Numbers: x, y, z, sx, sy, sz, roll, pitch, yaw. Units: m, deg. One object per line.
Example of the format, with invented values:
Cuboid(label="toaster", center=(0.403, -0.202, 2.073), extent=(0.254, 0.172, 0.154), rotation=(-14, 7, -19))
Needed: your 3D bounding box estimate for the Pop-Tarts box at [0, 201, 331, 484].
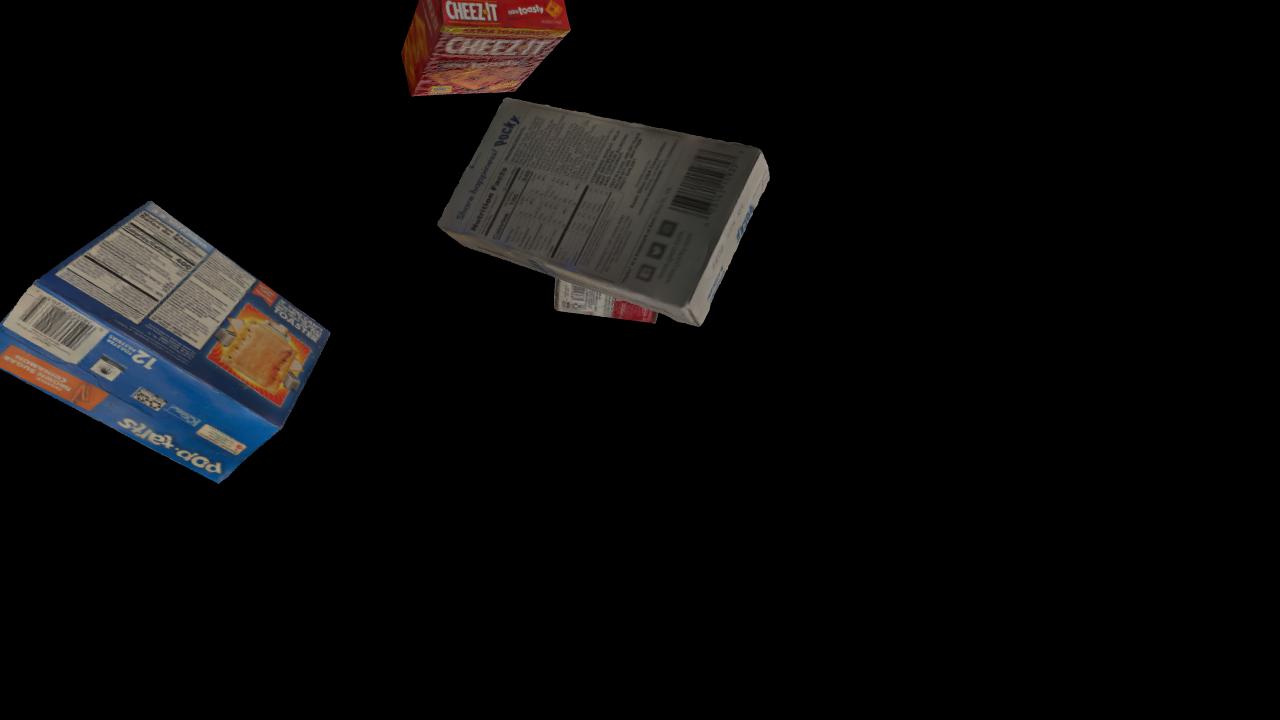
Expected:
Cuboid(label="Pop-Tarts box", center=(-0.354, -0.014, 0.477), extent=(0.083, 0.167, 0.141), rotation=(-35, 33, 15))

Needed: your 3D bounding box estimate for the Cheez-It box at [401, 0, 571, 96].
Cuboid(label="Cheez-It box", center=(-0.213, -0.426, 0.822), extent=(0.166, 0.071, 0.223), rotation=(-16, 8, -29))

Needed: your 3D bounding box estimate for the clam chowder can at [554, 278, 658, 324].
Cuboid(label="clam chowder can", center=(-0.031, -0.075, 0.612), extent=(0.102, 0.068, 0.068), rotation=(6, 0, -4))

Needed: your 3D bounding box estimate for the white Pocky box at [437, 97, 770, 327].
Cuboid(label="white Pocky box", center=(-0.023, -0.078, 0.304), extent=(0.154, 0.084, 0.028), rotation=(22, -9, 27))
